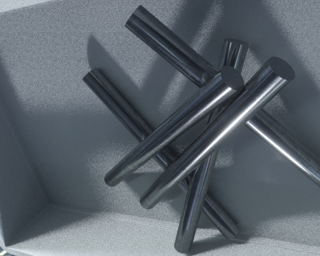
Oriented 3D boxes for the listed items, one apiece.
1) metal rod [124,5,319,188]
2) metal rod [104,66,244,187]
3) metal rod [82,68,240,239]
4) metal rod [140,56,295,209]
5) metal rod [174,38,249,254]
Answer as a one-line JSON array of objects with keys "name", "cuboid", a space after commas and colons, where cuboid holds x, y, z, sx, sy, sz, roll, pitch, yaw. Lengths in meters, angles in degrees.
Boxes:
[{"name": "metal rod", "cuboid": [0.091, -0.015, 0.318, 0.301, 0.025, 0.025, 38, 130, -11]}, {"name": "metal rod", "cuboid": [-0.008, 0.020, 0.380, 0.025, 0.025, 0.299, 44, 141, -3]}, {"name": "metal rod", "cuboid": [0.005, 0.039, 0.428, 0.300, 0.025, 0.025, 48, 129, -7]}, {"name": "metal rod", "cuboid": [0.039, 0.032, 0.356, 0.025, 0.025, 0.298, 38, 139, 2]}, {"name": "metal rod", "cuboid": [0.055, 0.043, 0.382, 0.025, 0.025, 0.298, 19, 119, 17]}]
